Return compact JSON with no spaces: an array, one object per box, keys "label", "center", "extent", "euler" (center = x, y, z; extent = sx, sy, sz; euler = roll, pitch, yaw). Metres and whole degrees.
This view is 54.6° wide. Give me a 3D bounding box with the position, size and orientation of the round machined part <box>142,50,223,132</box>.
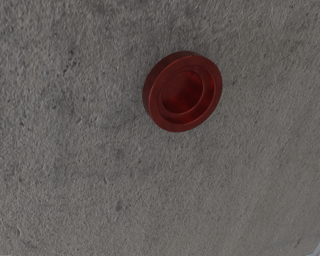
[{"label":"round machined part","center":[0.024,-0.047,0.379],"extent":[0.099,0.042,0.097],"euler":[-14,124,-21]}]
